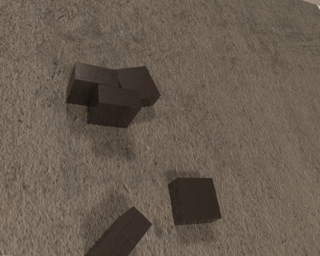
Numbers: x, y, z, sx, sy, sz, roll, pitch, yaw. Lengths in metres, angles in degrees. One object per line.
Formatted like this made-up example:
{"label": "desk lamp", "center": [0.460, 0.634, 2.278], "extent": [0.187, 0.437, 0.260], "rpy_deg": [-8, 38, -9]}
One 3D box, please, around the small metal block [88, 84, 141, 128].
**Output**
{"label": "small metal block", "center": [-0.056, -0.025, 0.374], "extent": [0.050, 0.050, 0.025], "rpy_deg": [7, 59, -25]}

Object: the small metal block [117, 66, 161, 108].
{"label": "small metal block", "center": [-0.035, -0.054, 0.419], "extent": [0.050, 0.025, 0.050], "rpy_deg": [-15, 69, -34]}

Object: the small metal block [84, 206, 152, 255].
{"label": "small metal block", "center": [-0.041, 0.109, 0.300], "extent": [0.025, 0.050, 0.050], "rpy_deg": [44, 51, 2]}

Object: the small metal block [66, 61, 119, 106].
{"label": "small metal block", "center": [-0.082, -0.050, 0.375], "extent": [0.050, 0.050, 0.025], "rpy_deg": [8, 58, -25]}

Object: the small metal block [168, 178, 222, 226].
{"label": "small metal block", "center": [0.041, 0.088, 0.374], "extent": [0.050, 0.025, 0.050], "rpy_deg": [5, 60, -26]}
